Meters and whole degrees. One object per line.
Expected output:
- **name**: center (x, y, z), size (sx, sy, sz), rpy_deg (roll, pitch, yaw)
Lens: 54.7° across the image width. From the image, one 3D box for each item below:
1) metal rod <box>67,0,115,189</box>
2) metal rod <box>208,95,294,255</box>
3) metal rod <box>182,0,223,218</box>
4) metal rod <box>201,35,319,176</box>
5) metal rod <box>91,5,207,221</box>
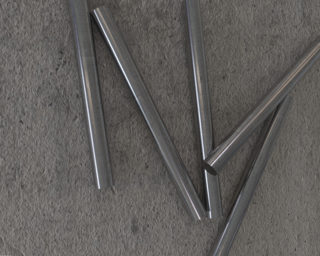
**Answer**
- **metal rod**: center (-0.088, -0.076, 0.376), size (0.025, 0.025, 0.298), rpy_deg (-9, 93, -20)
- **metal rod**: center (0.130, 0.085, 0.456), size (0.025, 0.025, 0.299), rpy_deg (29, 80, -18)
- **metal rod**: center (0.059, -0.025, 0.430), size (0.025, 0.025, 0.298), rpy_deg (-8, 93, -20)
- **metal rod**: center (0.166, -0.044, 0.455), size (0.301, 0.025, 0.025), rpy_deg (-44, 104, -20)
- **metal rod**: center (-0.011, -0.012, 0.404), size (0.025, 0.025, 0.299), rpy_deg (-29, 100, -18)
